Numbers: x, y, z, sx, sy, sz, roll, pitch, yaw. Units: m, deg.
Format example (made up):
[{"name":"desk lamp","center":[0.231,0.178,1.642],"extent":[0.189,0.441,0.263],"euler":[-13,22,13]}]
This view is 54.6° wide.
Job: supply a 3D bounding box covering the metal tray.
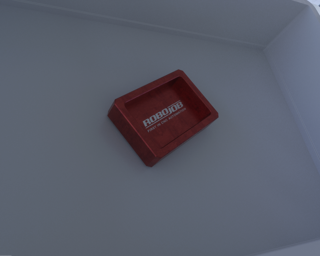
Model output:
[{"name":"metal tray","center":[0.008,-0.018,0.413],"extent":[0.131,0.030,0.090],"euler":[-32,80,-38]}]
